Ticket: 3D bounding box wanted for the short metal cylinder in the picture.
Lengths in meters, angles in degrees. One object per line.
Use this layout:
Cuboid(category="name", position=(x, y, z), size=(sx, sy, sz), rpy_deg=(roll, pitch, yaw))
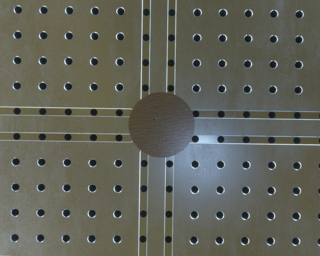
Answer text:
Cuboid(category="short metal cylinder", position=(0.002, -0.004, 0.401), size=(0.080, 0.050, 0.080), rpy_deg=(0, 90, 0))
